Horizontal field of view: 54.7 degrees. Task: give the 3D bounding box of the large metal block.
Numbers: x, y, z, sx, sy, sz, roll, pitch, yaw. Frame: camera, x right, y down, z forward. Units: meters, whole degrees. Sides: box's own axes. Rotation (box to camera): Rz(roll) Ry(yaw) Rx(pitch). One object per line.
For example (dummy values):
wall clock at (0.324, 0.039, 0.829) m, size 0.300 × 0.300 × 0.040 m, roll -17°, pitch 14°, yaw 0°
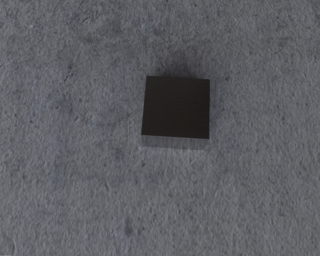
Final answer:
large metal block at (0.020, -0.018, 0.402) m, size 0.081 × 0.050 × 0.080 m, roll 4°, pitch 70°, yaw 1°
